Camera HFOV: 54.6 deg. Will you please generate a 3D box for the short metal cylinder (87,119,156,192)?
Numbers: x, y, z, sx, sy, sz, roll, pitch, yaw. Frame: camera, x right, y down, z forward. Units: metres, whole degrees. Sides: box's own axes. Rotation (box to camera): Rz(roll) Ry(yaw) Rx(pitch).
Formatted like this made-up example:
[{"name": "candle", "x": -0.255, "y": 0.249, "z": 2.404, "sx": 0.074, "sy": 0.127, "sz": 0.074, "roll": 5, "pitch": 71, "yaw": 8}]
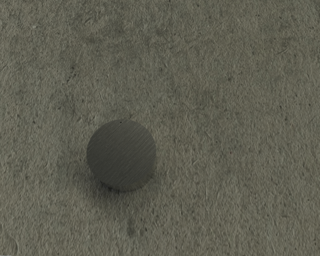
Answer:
[{"name": "short metal cylinder", "x": -0.044, "y": 0.035, "z": 0.382, "sx": 0.080, "sy": 0.050, "sz": 0.080, "roll": 0, "pitch": 70, "yaw": 0}]
